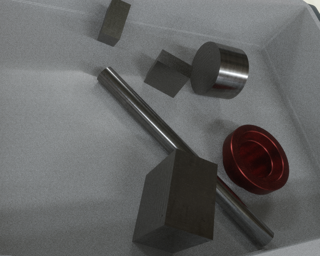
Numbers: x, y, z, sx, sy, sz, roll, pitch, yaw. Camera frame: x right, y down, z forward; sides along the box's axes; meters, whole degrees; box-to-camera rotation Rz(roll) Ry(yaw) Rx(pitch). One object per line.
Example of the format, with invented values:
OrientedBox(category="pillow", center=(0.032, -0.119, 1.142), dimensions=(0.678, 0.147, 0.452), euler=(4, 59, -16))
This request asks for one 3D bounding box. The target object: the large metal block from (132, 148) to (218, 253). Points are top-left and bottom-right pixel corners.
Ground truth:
OrientedBox(category="large metal block", center=(0.016, 0.080, 0.331), dimensions=(0.050, 0.080, 0.080), euler=(23, 53, -15))

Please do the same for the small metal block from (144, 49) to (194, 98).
OrientedBox(category="small metal block", center=(0.012, -0.077, 0.444), dimensions=(0.050, 0.050, 0.025), euler=(27, 52, -12))

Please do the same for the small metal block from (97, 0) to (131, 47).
OrientedBox(category="small metal block", center=(-0.065, -0.146, 0.433), dimensions=(0.025, 0.050, 0.050), euler=(18, 87, -18))

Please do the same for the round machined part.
OrientedBox(category="round machined part", center=(0.129, 0.047, 0.438), dimensions=(0.099, 0.042, 0.098), euler=(14, 56, -21))

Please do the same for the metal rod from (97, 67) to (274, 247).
OrientedBox(category="metal rod", center=(0.031, 0.035, 0.402), dimensions=(0.300, 0.025, 0.025), euler=(46, 51, 3))

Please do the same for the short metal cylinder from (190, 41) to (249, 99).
OrientedBox(category="short metal cylinder", center=(0.089, -0.087, 0.473), dimensions=(0.050, 0.080, 0.080), euler=(6, 59, -26))
